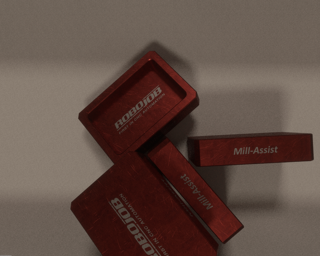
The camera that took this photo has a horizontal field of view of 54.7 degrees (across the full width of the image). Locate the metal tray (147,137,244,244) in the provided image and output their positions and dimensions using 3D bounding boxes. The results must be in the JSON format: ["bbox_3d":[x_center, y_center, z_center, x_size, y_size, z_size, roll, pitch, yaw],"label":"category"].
[{"bbox_3d":[0.039,0.069,0.379,0.030,0.090,0.130,-41,91,-1],"label":"metal tray"}]

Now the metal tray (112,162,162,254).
[{"bbox_3d":[-0.035,0.111,0.378,0.030,0.090,0.129,22,90,0],"label":"metal tray"}]

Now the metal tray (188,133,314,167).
[{"bbox_3d":[0.103,0.024,0.380,0.131,0.090,0.030,-3,90,-1],"label":"metal tray"}]

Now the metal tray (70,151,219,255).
[{"bbox_3d":[-0.017,0.099,0.311,0.090,0.030,0.130,-42,74,4],"label":"metal tray"}]

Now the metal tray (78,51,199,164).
[{"bbox_3d":[-0.027,-0.024,0.393,0.130,0.030,0.090,-42,70,-1],"label":"metal tray"}]
